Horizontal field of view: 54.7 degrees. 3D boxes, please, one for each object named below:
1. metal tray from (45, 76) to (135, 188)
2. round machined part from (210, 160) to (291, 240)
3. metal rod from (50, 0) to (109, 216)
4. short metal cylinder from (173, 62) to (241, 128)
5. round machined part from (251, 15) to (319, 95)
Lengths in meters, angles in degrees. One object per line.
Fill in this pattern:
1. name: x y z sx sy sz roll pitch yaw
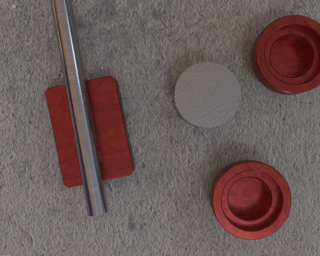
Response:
1. metal tray: -0.089 0.004 0.406 0.091 0.030 0.129 -11 90 -1
2. round machined part: 0.114 0.090 0.403 0.099 0.042 0.097 0 90 -1
3. metal rod: -0.101 -0.043 0.378 0.025 0.025 0.298 -10 90 0
4. short metal cylinder: 0.058 -0.040 0.398 0.081 0.050 0.079 0 90 -1
5. round machined part: 0.167 -0.092 0.404 0.099 0.042 0.097 0 90 -1
